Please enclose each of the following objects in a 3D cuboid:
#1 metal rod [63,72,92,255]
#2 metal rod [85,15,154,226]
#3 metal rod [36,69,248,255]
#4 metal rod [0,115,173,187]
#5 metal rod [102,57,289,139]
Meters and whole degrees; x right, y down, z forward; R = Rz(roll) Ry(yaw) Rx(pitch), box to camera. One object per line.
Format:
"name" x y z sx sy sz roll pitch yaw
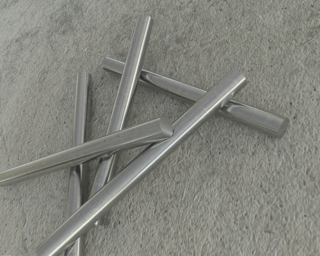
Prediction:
"metal rod" -0.113 0.038 0.438 0.025 0.025 0.299 -18 55 17
"metal rod" -0.052 -0.023 0.421 0.025 0.025 0.299 2 69 29
"metal rod" -0.019 0.042 0.353 0.300 0.025 0.025 -42 51 -2
"metal rod" -0.117 0.039 0.404 0.300 0.025 0.025 -18 54 30
"metal rod" 0.024 -0.052 0.422 0.300 0.025 0.025 26 76 36
